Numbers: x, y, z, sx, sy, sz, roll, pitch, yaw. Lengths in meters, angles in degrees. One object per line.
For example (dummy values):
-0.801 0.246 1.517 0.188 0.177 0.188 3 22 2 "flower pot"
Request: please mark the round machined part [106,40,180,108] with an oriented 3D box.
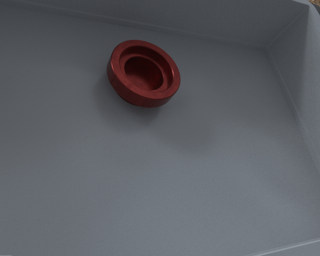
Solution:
-0.025 -0.069 0.423 0.099 0.042 0.098 13 56 -21 "round machined part"
